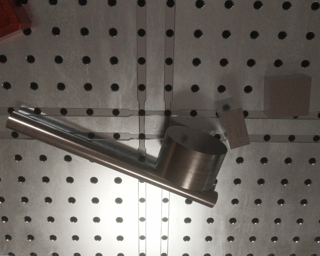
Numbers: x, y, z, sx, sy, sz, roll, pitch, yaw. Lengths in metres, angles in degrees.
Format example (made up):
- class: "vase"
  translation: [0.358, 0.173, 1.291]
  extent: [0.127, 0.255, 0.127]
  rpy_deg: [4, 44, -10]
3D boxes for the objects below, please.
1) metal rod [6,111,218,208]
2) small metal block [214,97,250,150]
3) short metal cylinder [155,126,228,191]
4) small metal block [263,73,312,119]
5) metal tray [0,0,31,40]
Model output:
- class: "metal rod"
  translation: [-0.058, 0.047, 0.429]
  extent: [0.302, 0.025, 0.025]
  rpy_deg: [23, 108, -9]
- class: "small metal block"
  translation: [0.092, -0.008, 0.399]
  extent: [0.025, 0.050, 0.050]
  rpy_deg: [-16, 110, 6]
- class: "short metal cylinder"
  translation: [0.040, 0.037, 0.398]
  extent: [0.080, 0.080, 0.050]
  rpy_deg: [16, 109, -6]
- class: "small metal block"
  translation: [0.163, -0.042, 0.401]
  extent: [0.050, 0.025, 0.050]
  rpy_deg: [-5, 110, 1]
- class: "metal tray"
  translation: [-0.221, -0.159, 0.348]
  extent: [0.090, 0.030, 0.129]
  rpy_deg: [-21, 109, 7]
